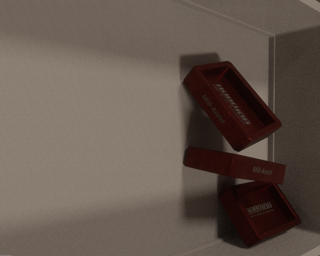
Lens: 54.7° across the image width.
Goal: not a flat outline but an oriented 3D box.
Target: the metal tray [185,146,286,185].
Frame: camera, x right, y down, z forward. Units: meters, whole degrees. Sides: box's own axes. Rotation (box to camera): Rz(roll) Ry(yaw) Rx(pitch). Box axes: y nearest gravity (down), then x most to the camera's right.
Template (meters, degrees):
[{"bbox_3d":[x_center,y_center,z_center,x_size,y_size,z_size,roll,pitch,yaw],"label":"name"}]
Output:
[{"bbox_3d":[0.113,0.056,0.460,0.131,0.090,0.030,14,85,-40],"label":"metal tray"}]

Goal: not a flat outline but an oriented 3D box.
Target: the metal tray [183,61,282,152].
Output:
[{"bbox_3d":[0.104,-0.036,0.445,0.091,0.030,0.130,-18,66,-41],"label":"metal tray"}]

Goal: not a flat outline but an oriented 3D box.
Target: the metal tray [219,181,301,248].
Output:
[{"bbox_3d":[0.168,0.135,0.515,0.131,0.030,0.090,0,51,-40],"label":"metal tray"}]
